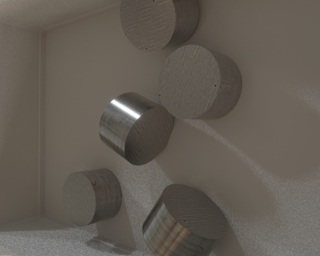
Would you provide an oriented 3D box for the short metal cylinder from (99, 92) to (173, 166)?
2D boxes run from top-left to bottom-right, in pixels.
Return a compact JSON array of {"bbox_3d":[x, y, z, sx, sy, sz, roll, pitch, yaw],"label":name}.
[{"bbox_3d":[-0.029,0.000,0.393,0.050,0.081,0.079,31,109,35],"label":"short metal cylinder"}]

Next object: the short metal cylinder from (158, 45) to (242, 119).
[{"bbox_3d":[0.045,-0.049,0.352,0.080,0.050,0.079,0,90,39],"label":"short metal cylinder"}]

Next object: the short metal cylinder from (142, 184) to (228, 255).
[{"bbox_3d":[0.027,0.109,0.347,0.080,0.081,0.050,43,116,31],"label":"short metal cylinder"}]

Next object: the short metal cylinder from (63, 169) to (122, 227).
[{"bbox_3d":[-0.104,0.104,0.474,0.080,0.050,0.079,0,90,39],"label":"short metal cylinder"}]

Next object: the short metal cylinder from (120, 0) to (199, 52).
[{"bbox_3d":[-0.001,-0.136,0.374,0.080,0.050,0.079,17,120,31],"label":"short metal cylinder"}]
